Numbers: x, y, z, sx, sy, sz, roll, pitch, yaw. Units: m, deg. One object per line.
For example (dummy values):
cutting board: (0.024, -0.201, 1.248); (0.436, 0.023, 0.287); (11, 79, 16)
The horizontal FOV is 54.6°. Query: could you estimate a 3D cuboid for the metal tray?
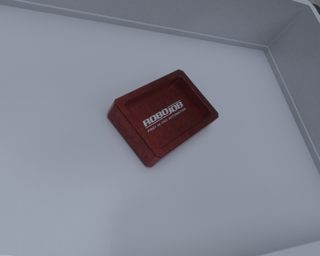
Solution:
metal tray: (0.008, -0.018, 0.413); (0.131, 0.030, 0.090); (-32, 80, -38)
